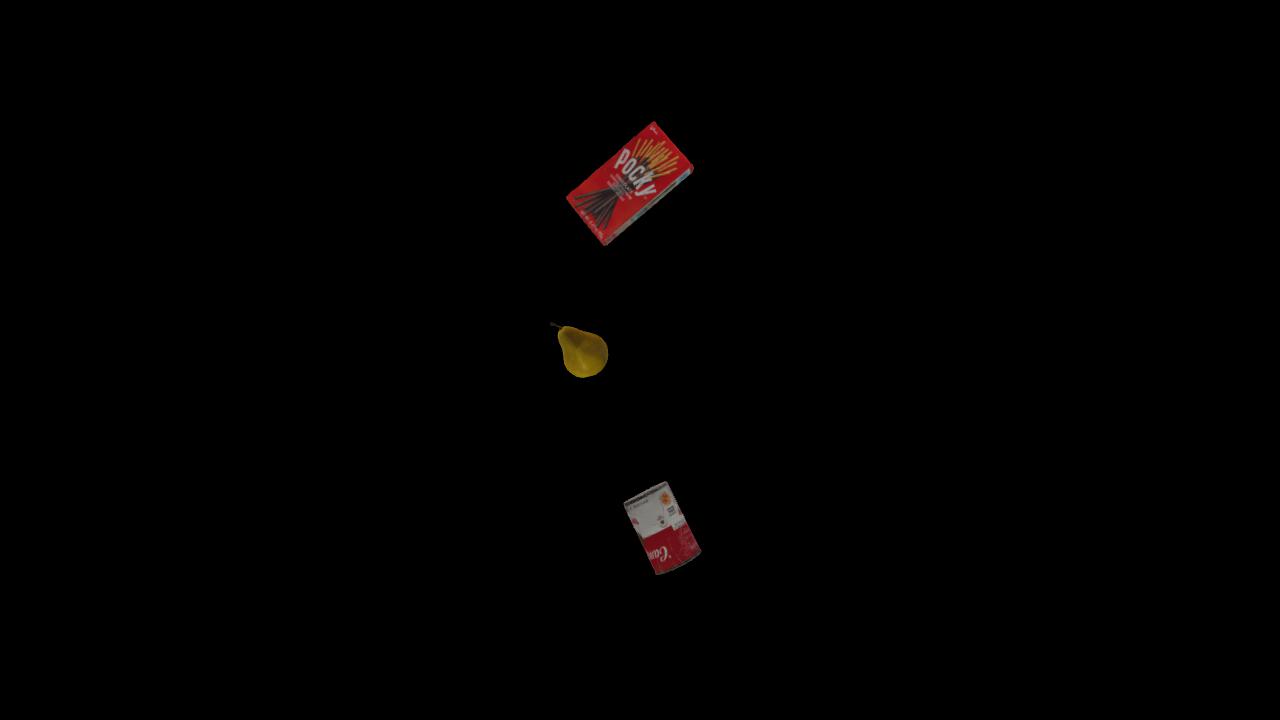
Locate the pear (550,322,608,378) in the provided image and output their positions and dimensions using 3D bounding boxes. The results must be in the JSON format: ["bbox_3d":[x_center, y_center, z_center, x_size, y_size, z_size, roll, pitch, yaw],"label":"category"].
[{"bbox_3d":[-0.102,-0.026,1.021,0.080,0.111,0.080,-23,29,14],"label":"pear"}]

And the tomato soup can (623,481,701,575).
[{"bbox_3d":[0.028,0.218,0.805,0.068,0.101,0.068,-25,-9,-4],"label":"tomato soup can"}]

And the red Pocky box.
[{"bbox_3d":[-0.014,-0.230,0.804,0.155,0.083,0.028,-40,-11,5],"label":"red Pocky box"}]
